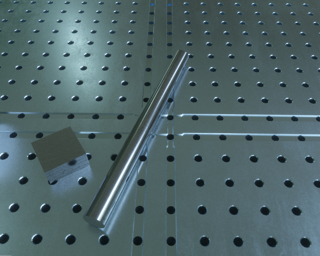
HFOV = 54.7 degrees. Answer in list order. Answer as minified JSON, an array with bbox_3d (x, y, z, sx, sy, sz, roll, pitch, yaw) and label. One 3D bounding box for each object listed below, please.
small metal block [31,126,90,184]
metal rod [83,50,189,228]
[{"bbox_3d":[-0.122,0.032,0.380,0.050,0.025,0.050,-26,55,-20],"label":"small metal block"},{"bbox_3d":[-0.017,-0.009,0.414,0.025,0.025,0.301,16,52,13],"label":"metal rod"}]
